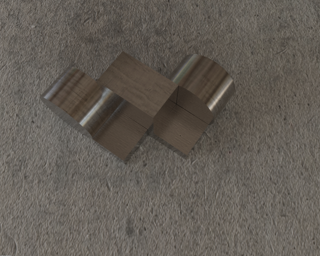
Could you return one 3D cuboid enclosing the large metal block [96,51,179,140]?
[{"bbox_3d":[-0.026,-0.039,0.395,0.080,0.080,0.050,33,73,11],"label":"large metal block"}]

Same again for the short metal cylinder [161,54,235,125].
[{"bbox_3d":[0.048,-0.048,0.398,0.080,0.080,0.050,34,74,11],"label":"short metal cylinder"}]

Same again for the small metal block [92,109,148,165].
[{"bbox_3d":[-0.051,0.012,0.405,0.050,0.025,0.050,34,73,11],"label":"small metal block"}]

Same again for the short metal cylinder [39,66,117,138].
[{"bbox_3d":[-0.102,-0.031,0.391,0.080,0.080,0.050,33,74,11],"label":"short metal cylinder"}]

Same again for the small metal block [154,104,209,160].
[{"bbox_3d":[0.027,0.005,0.408,0.050,0.025,0.050,34,73,11],"label":"small metal block"}]
